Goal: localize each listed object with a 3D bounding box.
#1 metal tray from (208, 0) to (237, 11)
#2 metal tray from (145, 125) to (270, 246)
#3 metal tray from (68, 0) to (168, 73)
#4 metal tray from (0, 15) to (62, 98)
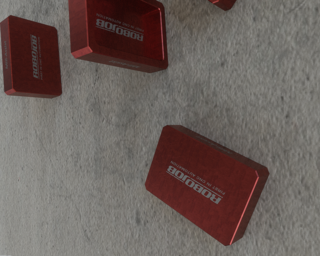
[{"bbox_3d":[0.075,-0.210,0.339,0.090,0.030,0.129,48,118,29],"label":"metal tray"},{"bbox_3d":[0.048,0.060,0.361,0.130,0.030,0.089,28,107,36],"label":"metal tray"},{"bbox_3d":[-0.044,-0.120,0.371,0.030,0.131,0.089,-6,86,40],"label":"metal tray"},{"bbox_3d":[-0.224,-0.120,0.543,0.030,0.091,0.129,-10,84,39],"label":"metal tray"}]
